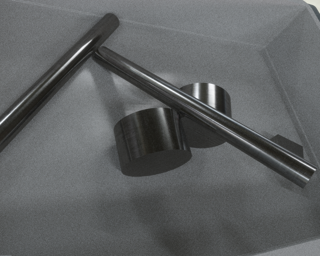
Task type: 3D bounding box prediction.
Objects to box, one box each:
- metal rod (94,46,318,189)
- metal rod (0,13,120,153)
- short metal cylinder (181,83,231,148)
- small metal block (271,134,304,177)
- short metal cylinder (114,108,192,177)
[{"bbox_3d":[0.030,-0.027,0.359,0.300,0.025,0.025,34,46,27],"label":"metal rod"},{"bbox_3d":[-0.128,-0.058,0.372,0.025,0.025,0.301,34,51,-7],"label":"metal rod"},{"bbox_3d":[0.054,-0.015,0.410,0.081,0.080,0.050,18,55,-19],"label":"short metal cylinder"},{"bbox_3d":[0.198,0.045,0.487,0.050,0.025,0.050,25,53,-14],"label":"small metal block"},{"bbox_3d":[-0.009,0.018,0.356,0.081,0.080,0.050,0,62,-29],"label":"short metal cylinder"}]
